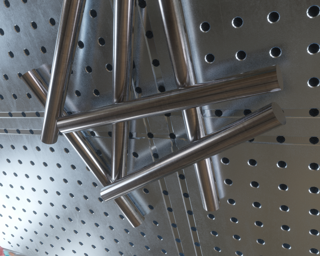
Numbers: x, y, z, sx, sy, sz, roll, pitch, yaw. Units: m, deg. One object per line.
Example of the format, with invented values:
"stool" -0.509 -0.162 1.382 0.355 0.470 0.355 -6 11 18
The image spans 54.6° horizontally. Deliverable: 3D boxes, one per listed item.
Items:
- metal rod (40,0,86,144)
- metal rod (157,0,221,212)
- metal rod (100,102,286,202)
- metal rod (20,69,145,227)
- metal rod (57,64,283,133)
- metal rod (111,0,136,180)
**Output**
"metal rod" -0.121 -0.099 0.396 0.025 0.025 0.298 29 123 9
"metal rod" 0.039 -0.021 0.377 0.025 0.025 0.299 0 118 28
"metal rod" 0.017 0.045 0.397 0.299 0.025 0.025 -31 101 39
"metal rod" -0.118 0.039 0.498 0.025 0.025 0.299 -24 106 37
"metal rod" -0.013 -0.026 0.368 0.300 0.025 0.025 -10 114 32
"metal rod" -0.050 -0.046 0.409 0.025 0.025 0.298 19 126 17
